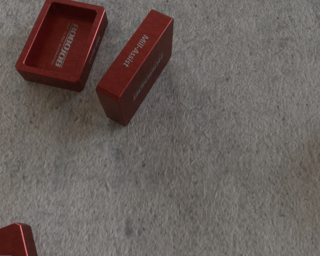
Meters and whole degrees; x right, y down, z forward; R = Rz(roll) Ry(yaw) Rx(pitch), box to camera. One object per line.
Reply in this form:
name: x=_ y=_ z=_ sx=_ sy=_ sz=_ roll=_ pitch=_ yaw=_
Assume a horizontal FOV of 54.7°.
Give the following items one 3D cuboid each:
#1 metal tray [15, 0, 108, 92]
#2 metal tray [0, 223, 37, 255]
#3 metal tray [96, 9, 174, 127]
metal tray: x=-0.138 y=-0.123 z=0.448 sx=0.090 sy=0.030 sz=0.130 roll=13 pitch=70 yaw=4
metal tray: x=-0.177 y=0.182 z=0.337 sx=0.091 sy=0.030 sz=0.130 roll=-20 pitch=71 yaw=-8
metal tray: x=-0.028 y=-0.075 z=0.400 sx=0.030 sy=0.090 sz=0.130 roll=28 pitch=72 yaw=9
